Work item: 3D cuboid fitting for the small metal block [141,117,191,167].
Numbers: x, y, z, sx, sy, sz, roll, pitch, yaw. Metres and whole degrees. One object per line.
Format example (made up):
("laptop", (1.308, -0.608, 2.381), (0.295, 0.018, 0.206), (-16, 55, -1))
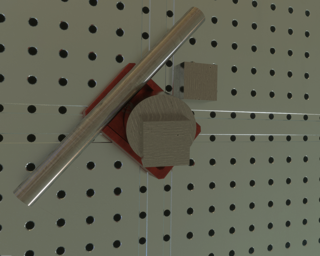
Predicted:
("small metal block", (0.005, 0.014, 0.341), (0.050, 0.025, 0.050), (-2, 103, -9))

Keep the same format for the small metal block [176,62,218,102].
("small metal block", (0.051, -0.063, 0.431), (0.050, 0.025, 0.050), (1, 90, -20))

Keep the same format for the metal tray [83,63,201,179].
("metal tray", (-0.021, -0.008, 0.401), (0.130, 0.030, 0.090), (43, 77, -15))

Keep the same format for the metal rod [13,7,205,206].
("metal rod", (-0.048, -0.035, 0.362), (0.025, 0.025, 0.300), (45, 76, -15))

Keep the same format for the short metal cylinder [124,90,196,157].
("short metal cylinder", (-0.002, -0.003, 0.375), (0.081, 0.050, 0.079), (-2, 102, -9))
